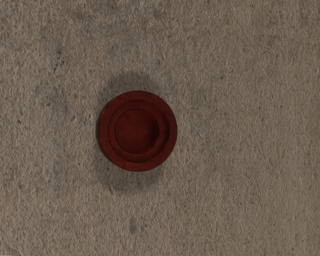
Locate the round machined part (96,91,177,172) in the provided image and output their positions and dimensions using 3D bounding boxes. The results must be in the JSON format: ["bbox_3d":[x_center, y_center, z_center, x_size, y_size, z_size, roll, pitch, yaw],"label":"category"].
[{"bbox_3d":[-0.031,0.004,0.389,0.099,0.042,0.097,0,90,-21],"label":"round machined part"}]
